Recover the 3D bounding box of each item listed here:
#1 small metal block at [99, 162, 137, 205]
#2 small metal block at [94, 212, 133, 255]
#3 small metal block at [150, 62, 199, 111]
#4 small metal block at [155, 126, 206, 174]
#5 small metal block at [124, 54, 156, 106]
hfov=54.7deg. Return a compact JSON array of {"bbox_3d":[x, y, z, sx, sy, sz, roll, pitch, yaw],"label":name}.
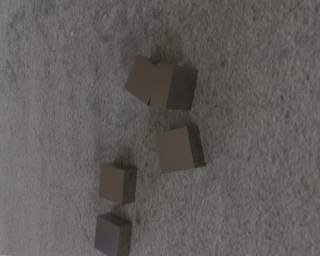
[{"bbox_3d":[-0.062,0.080,0.454,0.050,0.025,0.050,8,95,39],"label":"small metal block"},{"bbox_3d":[-0.070,0.160,0.460,0.050,0.025,0.050,10,97,39],"label":"small metal block"},{"bbox_3d":[0.018,-0.049,0.372,0.025,0.050,0.050,18,101,38],"label":"small metal block"},{"bbox_3d":[0.025,0.028,0.383,0.050,0.025,0.050,-17,80,38],"label":"small metal block"},{"bbox_3d":[-0.015,-0.064,0.416,0.050,0.025,0.050,39,113,33],"label":"small metal block"}]
